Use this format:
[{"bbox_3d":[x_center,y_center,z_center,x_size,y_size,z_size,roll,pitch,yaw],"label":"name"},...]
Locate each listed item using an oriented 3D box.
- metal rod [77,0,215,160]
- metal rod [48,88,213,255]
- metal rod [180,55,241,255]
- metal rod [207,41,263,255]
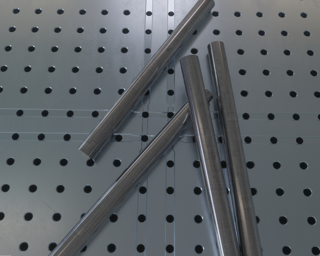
[{"bbox_3d":[-0.011,-0.082,0.441,0.025,0.025,0.300,33,73,11],"label":"metal rod"},{"bbox_3d":[-0.034,0.059,0.389,0.025,0.025,0.301,38,74,13],"label":"metal rod"},{"bbox_3d":[0.063,0.052,0.376,0.025,0.025,0.299,-9,77,-3],"label":"metal rod"},{"bbox_3d":[0.094,0.019,0.405,0.025,0.025,0.299,-4,70,-2],"label":"metal rod"}]
